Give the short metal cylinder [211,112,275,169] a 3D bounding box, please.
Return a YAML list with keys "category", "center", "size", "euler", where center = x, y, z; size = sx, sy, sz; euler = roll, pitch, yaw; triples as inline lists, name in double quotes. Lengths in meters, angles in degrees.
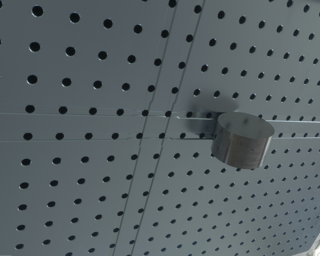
- category: "short metal cylinder"
  center: [0.120, 0.016, 0.453]
  size: [0.081, 0.080, 0.050]
  euler: [-7, 122, -25]
